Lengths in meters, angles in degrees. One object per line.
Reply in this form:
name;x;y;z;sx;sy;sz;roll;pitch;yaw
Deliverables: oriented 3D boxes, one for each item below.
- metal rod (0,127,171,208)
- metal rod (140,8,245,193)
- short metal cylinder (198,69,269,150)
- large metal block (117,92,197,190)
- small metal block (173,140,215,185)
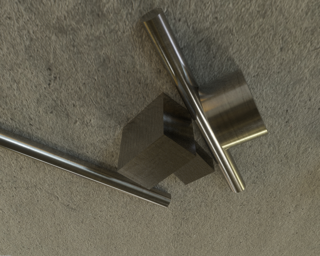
metal rod;-0.116;0.059;0.456;0.302;0.025;0.025;25;126;-20
metal rod;0.056;-0.011;0.398;0.025;0.025;0.299;-20;128;16
short metal cylinder;0.084;-0.021;0.354;0.050;0.080;0.080;-23;127;18
large metal block;-0.005;0.016;0.385;0.050;0.080;0.080;35;122;-26
small metal block;0.044;0.051;0.451;0.050;0.025;0.050;-30;124;23
